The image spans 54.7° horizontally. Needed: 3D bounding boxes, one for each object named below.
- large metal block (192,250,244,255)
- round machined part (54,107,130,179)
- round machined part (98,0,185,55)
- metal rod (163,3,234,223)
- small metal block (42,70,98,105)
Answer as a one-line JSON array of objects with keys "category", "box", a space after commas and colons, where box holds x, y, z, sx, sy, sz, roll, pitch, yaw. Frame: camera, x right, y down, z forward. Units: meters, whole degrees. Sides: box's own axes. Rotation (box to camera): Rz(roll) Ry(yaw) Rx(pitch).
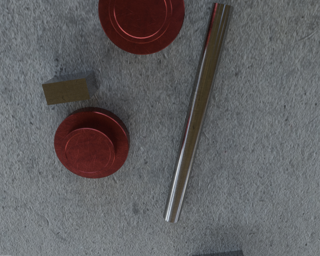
[{"category": "large metal block", "box": [0.097, 0.246, 0.488, 0.080, 0.050, 0.079, -7, 110, 2]}, {"category": "round machined part", "box": [-0.091, 0.025, 0.409, 0.099, 0.042, 0.097, 0, 110, 0]}, {"category": "round machined part", "box": [-0.021, -0.133, 0.352, 0.099, 0.042, 0.097, 0, 110, 0]}, {"category": "metal rod", "box": [0.045, -0.005, 0.408, 0.025, 0.025, 0.298, 10, 110, -4]}, {"category": "small metal block", "box": [-0.107, -0.050, 0.377, 0.050, 0.050, 0.025, -8, 110, 3]}]
